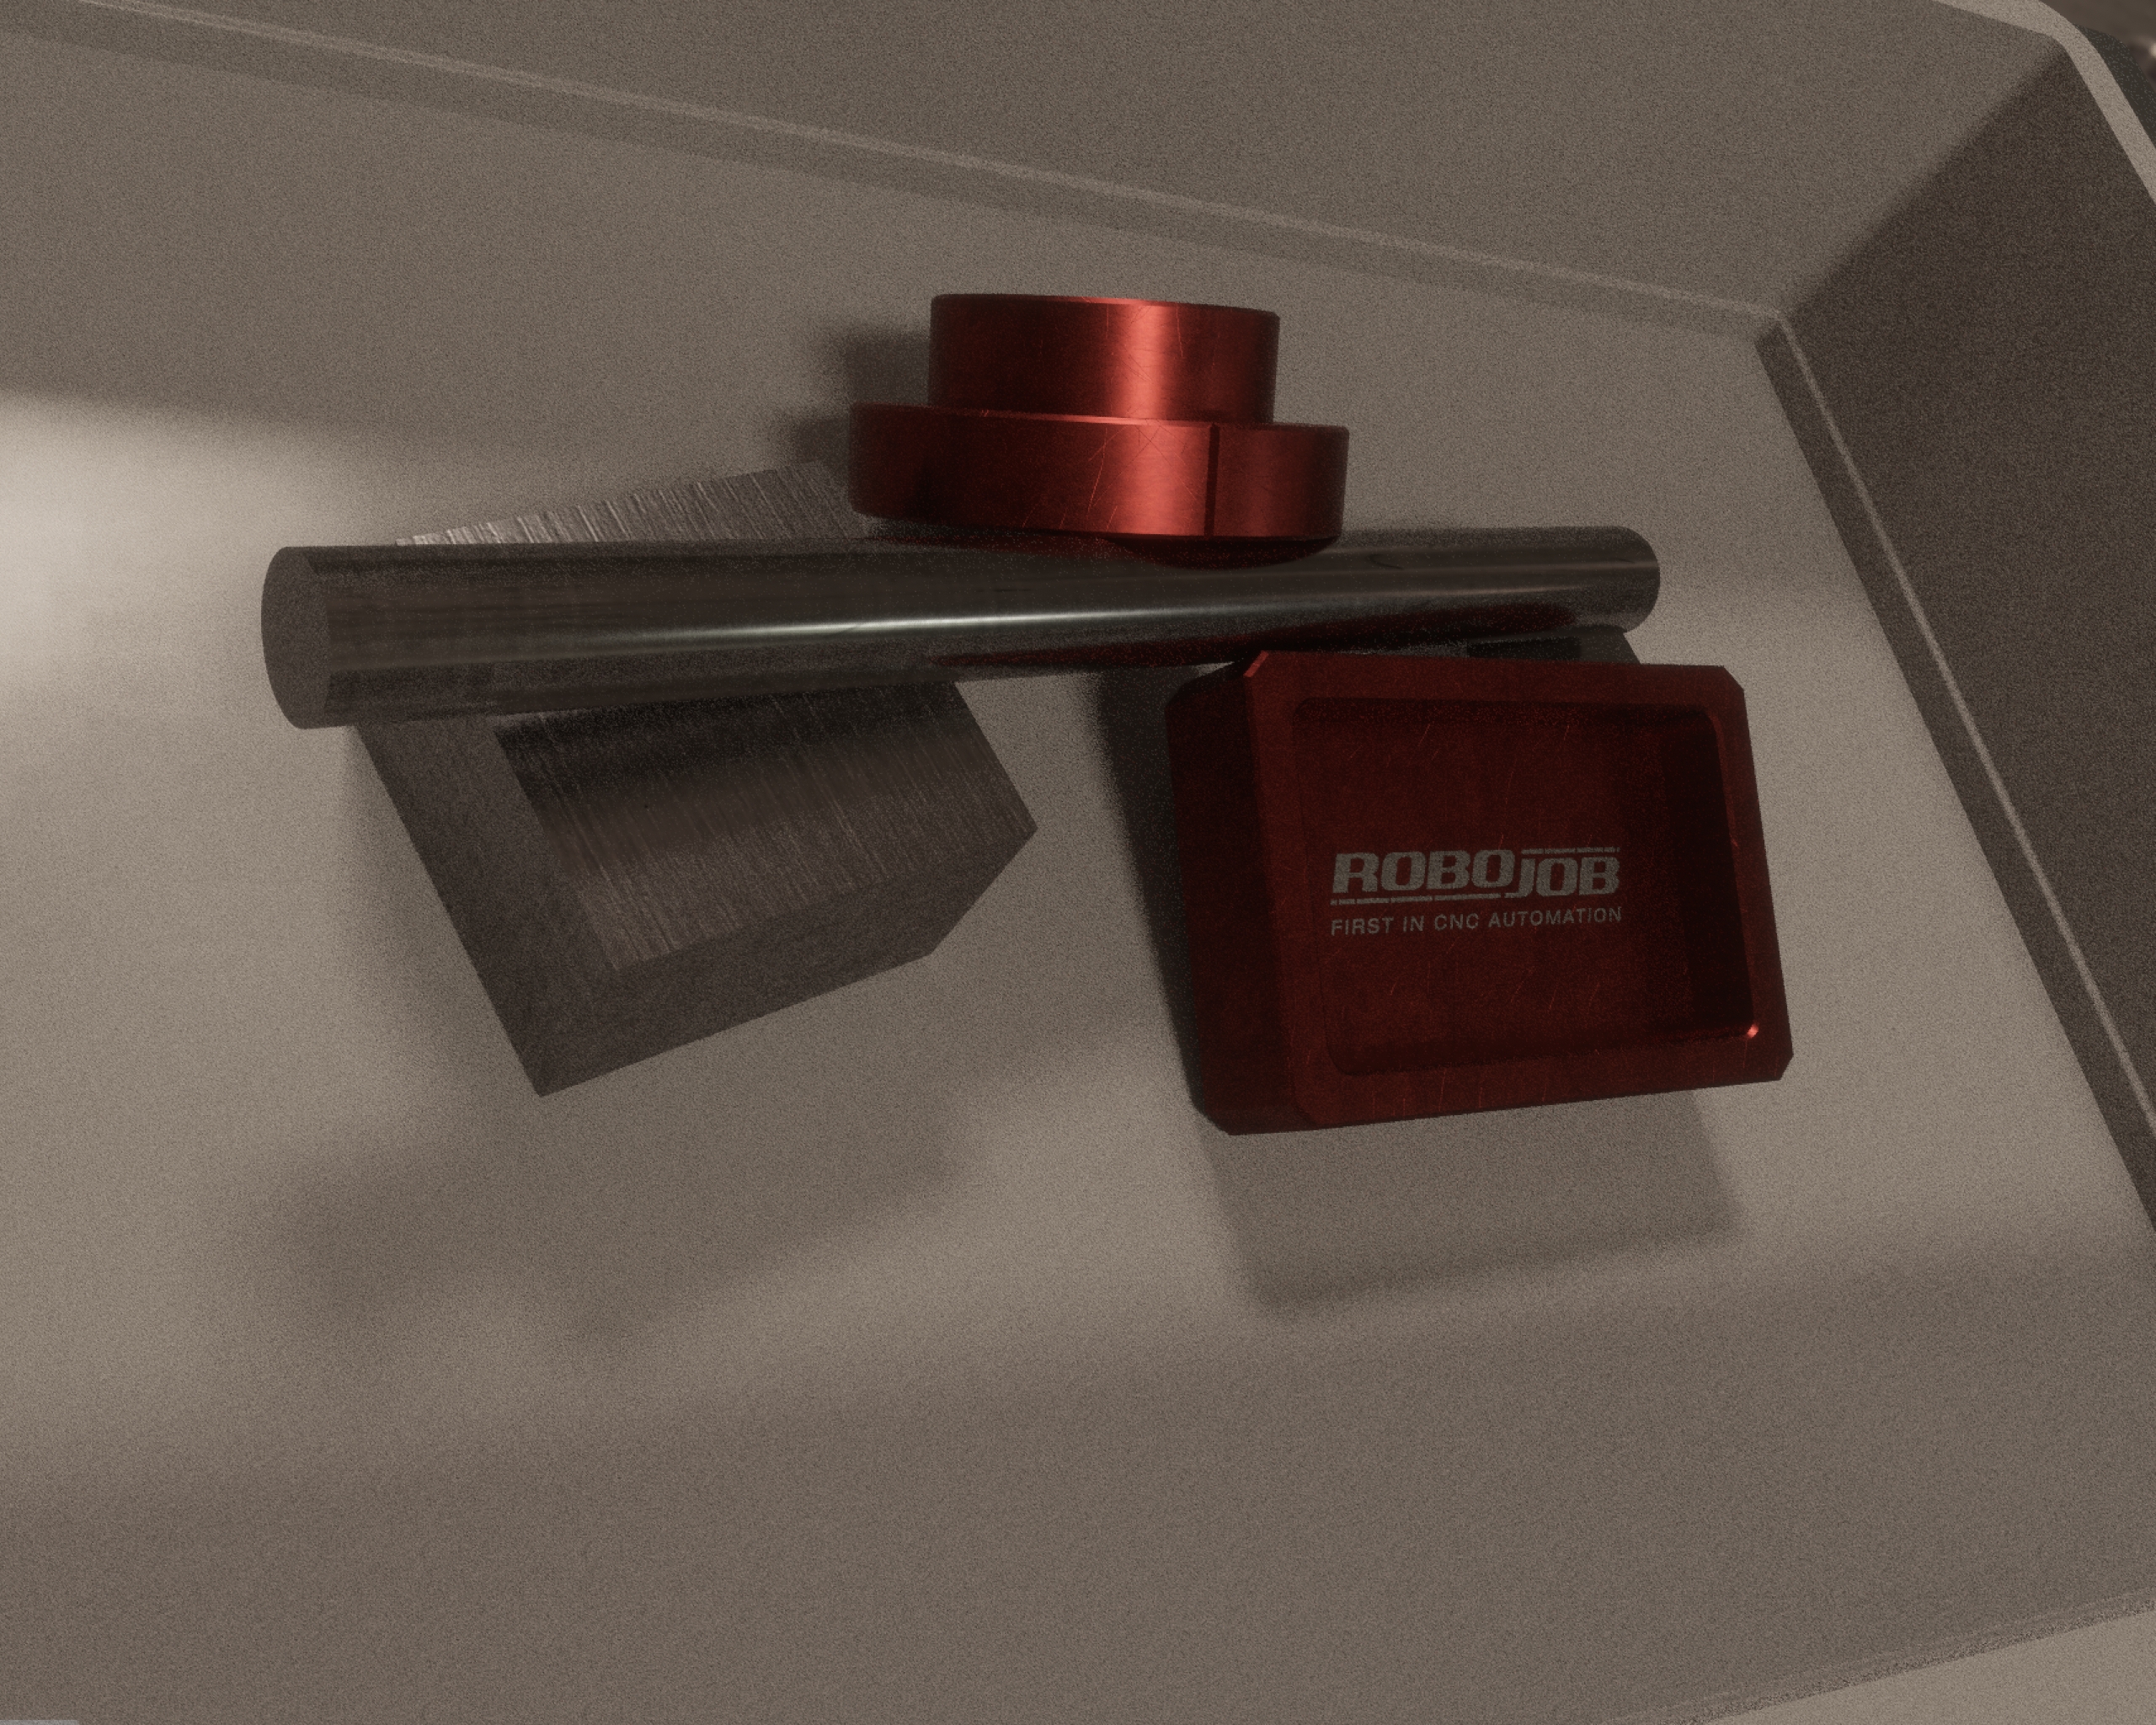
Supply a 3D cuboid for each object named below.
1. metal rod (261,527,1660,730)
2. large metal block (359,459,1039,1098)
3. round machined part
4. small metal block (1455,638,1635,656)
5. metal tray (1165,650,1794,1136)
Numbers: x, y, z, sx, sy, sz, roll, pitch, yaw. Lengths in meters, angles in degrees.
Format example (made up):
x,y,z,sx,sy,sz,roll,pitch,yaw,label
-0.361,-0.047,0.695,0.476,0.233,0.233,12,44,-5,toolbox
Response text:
x,y,z,sx,sy,sz,roll,pitch,yaw,label
0.008,-0.048,0.381,0.302,0.025,0.025,-8,66,-40,metal rod
-0.068,-0.017,0.361,0.081,0.050,0.080,-20,72,-36,large metal block
0.005,-0.089,0.413,0.099,0.098,0.042,-5,105,-31,round machined part
0.101,-0.048,0.489,0.050,0.025,0.050,-12,68,-34,small metal block
0.085,0.005,0.427,0.131,0.030,0.089,-1,82,-30,metal tray
